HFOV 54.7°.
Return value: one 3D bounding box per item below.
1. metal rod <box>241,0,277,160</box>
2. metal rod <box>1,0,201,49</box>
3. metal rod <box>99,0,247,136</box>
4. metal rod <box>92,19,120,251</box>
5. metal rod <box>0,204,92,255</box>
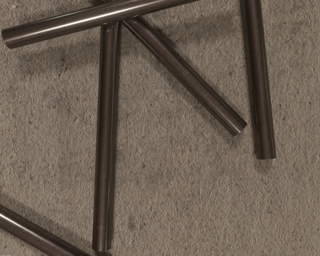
[{"bbox_3d":[0.127,-0.108,0.411,0.025,0.025,0.298,-6,90,-1],"label":"metal rod"},{"bbox_3d":[-0.045,-0.147,0.383,0.302,0.025,0.025,-14,90,2],"label":"metal rod"},{"bbox_3d":[0.001,-0.104,0.409,0.025,0.025,0.300,-45,91,0],"label":"metal rod"},{"bbox_3d":[-0.071,0.009,0.409,0.025,0.025,0.298,2,90,-1],"label":"metal rod"},{"bbox_3d":[-0.173,0.137,0.407,0.301,0.025,0.025,30,90,-1],"label":"metal rod"}]
